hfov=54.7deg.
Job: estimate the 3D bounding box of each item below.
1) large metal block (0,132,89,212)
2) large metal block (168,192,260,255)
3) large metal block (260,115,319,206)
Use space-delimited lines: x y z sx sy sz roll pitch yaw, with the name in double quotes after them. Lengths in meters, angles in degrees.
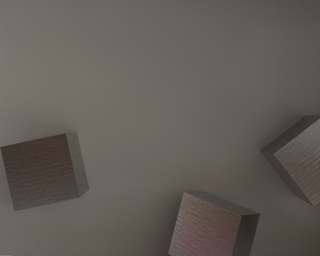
-0.144 0.053 0.398 0.080 0.050 0.080 -12 90 0 "large metal block"
0.065 0.130 0.379 0.080 0.050 0.080 14 90 41 "large metal block"
0.194 0.039 0.400 0.080 0.050 0.080 -38 90 0 "large metal block"
